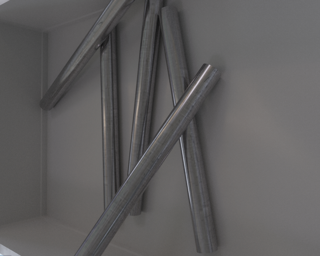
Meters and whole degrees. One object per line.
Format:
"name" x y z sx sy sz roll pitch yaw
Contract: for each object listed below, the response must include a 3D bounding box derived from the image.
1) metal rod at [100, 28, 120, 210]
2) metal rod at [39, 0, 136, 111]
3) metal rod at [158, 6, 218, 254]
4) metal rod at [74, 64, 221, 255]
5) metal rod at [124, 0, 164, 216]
"metal rod" -0.076 -0.015 0.469 0.025 0.025 0.298 -3 88 40
"metal rod" -0.126 -0.108 0.485 0.299 0.025 0.025 -36 68 42
"metal rod" 0.033 -0.004 0.379 0.025 0.025 0.298 -15 81 39
"metal rod" -0.023 0.057 0.348 0.025 0.025 0.300 31 85 36
"metal rod" -0.023 -0.028 0.425 0.025 0.025 0.298 10 97 39
